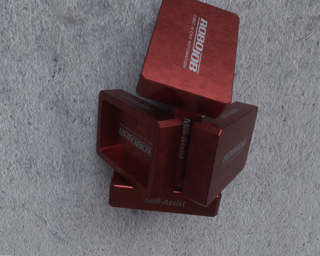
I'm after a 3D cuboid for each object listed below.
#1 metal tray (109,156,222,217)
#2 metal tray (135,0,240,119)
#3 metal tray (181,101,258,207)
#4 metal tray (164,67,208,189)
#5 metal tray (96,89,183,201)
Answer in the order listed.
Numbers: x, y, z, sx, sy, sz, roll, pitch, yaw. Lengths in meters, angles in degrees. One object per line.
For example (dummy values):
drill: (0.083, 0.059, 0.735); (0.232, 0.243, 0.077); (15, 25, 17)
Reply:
metal tray: (0.006, 0.070, 0.402); (0.131, 0.090, 0.030); (7, 110, -3)
metal tray: (0.034, -0.082, 0.332); (0.091, 0.130, 0.030); (17, 150, -7)
metal tray: (0.075, 0.024, 0.368); (0.030, 0.131, 0.089); (18, 113, 29)
metal tray: (0.026, -0.004, 0.375); (0.030, 0.090, 0.129); (7, 110, -3)
metal tray: (-0.031, 0.013, 0.364); (0.030, 0.130, 0.089); (-9, 115, -36)
